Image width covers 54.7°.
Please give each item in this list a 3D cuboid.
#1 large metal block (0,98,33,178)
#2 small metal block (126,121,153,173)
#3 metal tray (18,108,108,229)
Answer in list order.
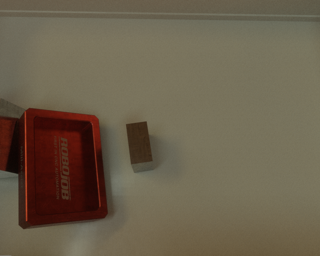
[{"bbox_3d":[-0.207,0.017,0.373,0.080,0.050,0.080,-8,68,22],"label":"large metal block"},{"bbox_3d":[-0.025,0.025,0.387,0.025,0.050,0.050,-8,70,-3],"label":"small metal block"},{"bbox_3d":[-0.114,0.045,0.363,0.091,0.030,0.129,6,65,-37],"label":"metal tray"}]
